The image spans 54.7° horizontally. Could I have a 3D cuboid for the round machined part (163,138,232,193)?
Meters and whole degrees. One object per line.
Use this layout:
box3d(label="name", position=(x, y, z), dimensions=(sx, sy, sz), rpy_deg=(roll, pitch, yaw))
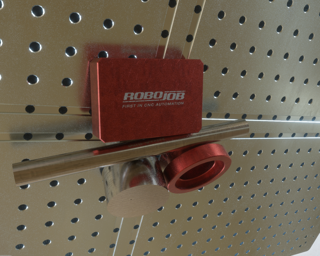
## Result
box3d(label="round machined part", position=(0.049, 0.051, 0.445), dimensions=(0.099, 0.042, 0.098), rpy_deg=(-18, 148, -12))

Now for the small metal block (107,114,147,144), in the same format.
box3d(label="small metal block", position=(-0.035, 0.015, 0.414), dimensions=(0.050, 0.025, 0.050), rpy_deg=(19, 108, -36))

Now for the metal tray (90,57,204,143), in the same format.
box3d(label="metal tray", position=(-0.012, -0.035, 0.363), dimensions=(0.131, 0.030, 0.089), rpy_deg=(-5, 102, -27))

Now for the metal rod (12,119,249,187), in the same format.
box3d(label="metal rod", position=(-0.016, 0.024, 0.385), dimensions=(0.303, 0.025, 0.025), rpy_deg=(-11, 123, -23))

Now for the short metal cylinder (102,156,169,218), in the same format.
box3d(label="short metal cylinder", position=(-0.033, 0.076, 0.410), dimensions=(0.081, 0.050, 0.080), rpy_deg=(-11, 140, -9))
